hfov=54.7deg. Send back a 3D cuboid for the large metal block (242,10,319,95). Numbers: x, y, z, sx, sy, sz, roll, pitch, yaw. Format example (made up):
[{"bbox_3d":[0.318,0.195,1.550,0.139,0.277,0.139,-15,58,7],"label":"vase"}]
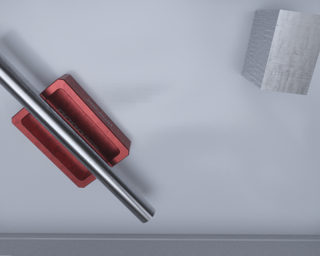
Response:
[{"bbox_3d":[0.136,-0.088,0.351,0.050,0.080,0.079,7,110,-3],"label":"large metal block"}]

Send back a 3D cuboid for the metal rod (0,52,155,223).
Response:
[{"bbox_3d":[-0.111,0.011,0.381,0.025,0.025,0.300,-38,106,12],"label":"metal rod"}]

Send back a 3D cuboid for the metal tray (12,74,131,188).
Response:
[{"bbox_3d":[-0.113,0.006,0.409,0.090,0.030,0.130,-37,107,12],"label":"metal tray"}]
